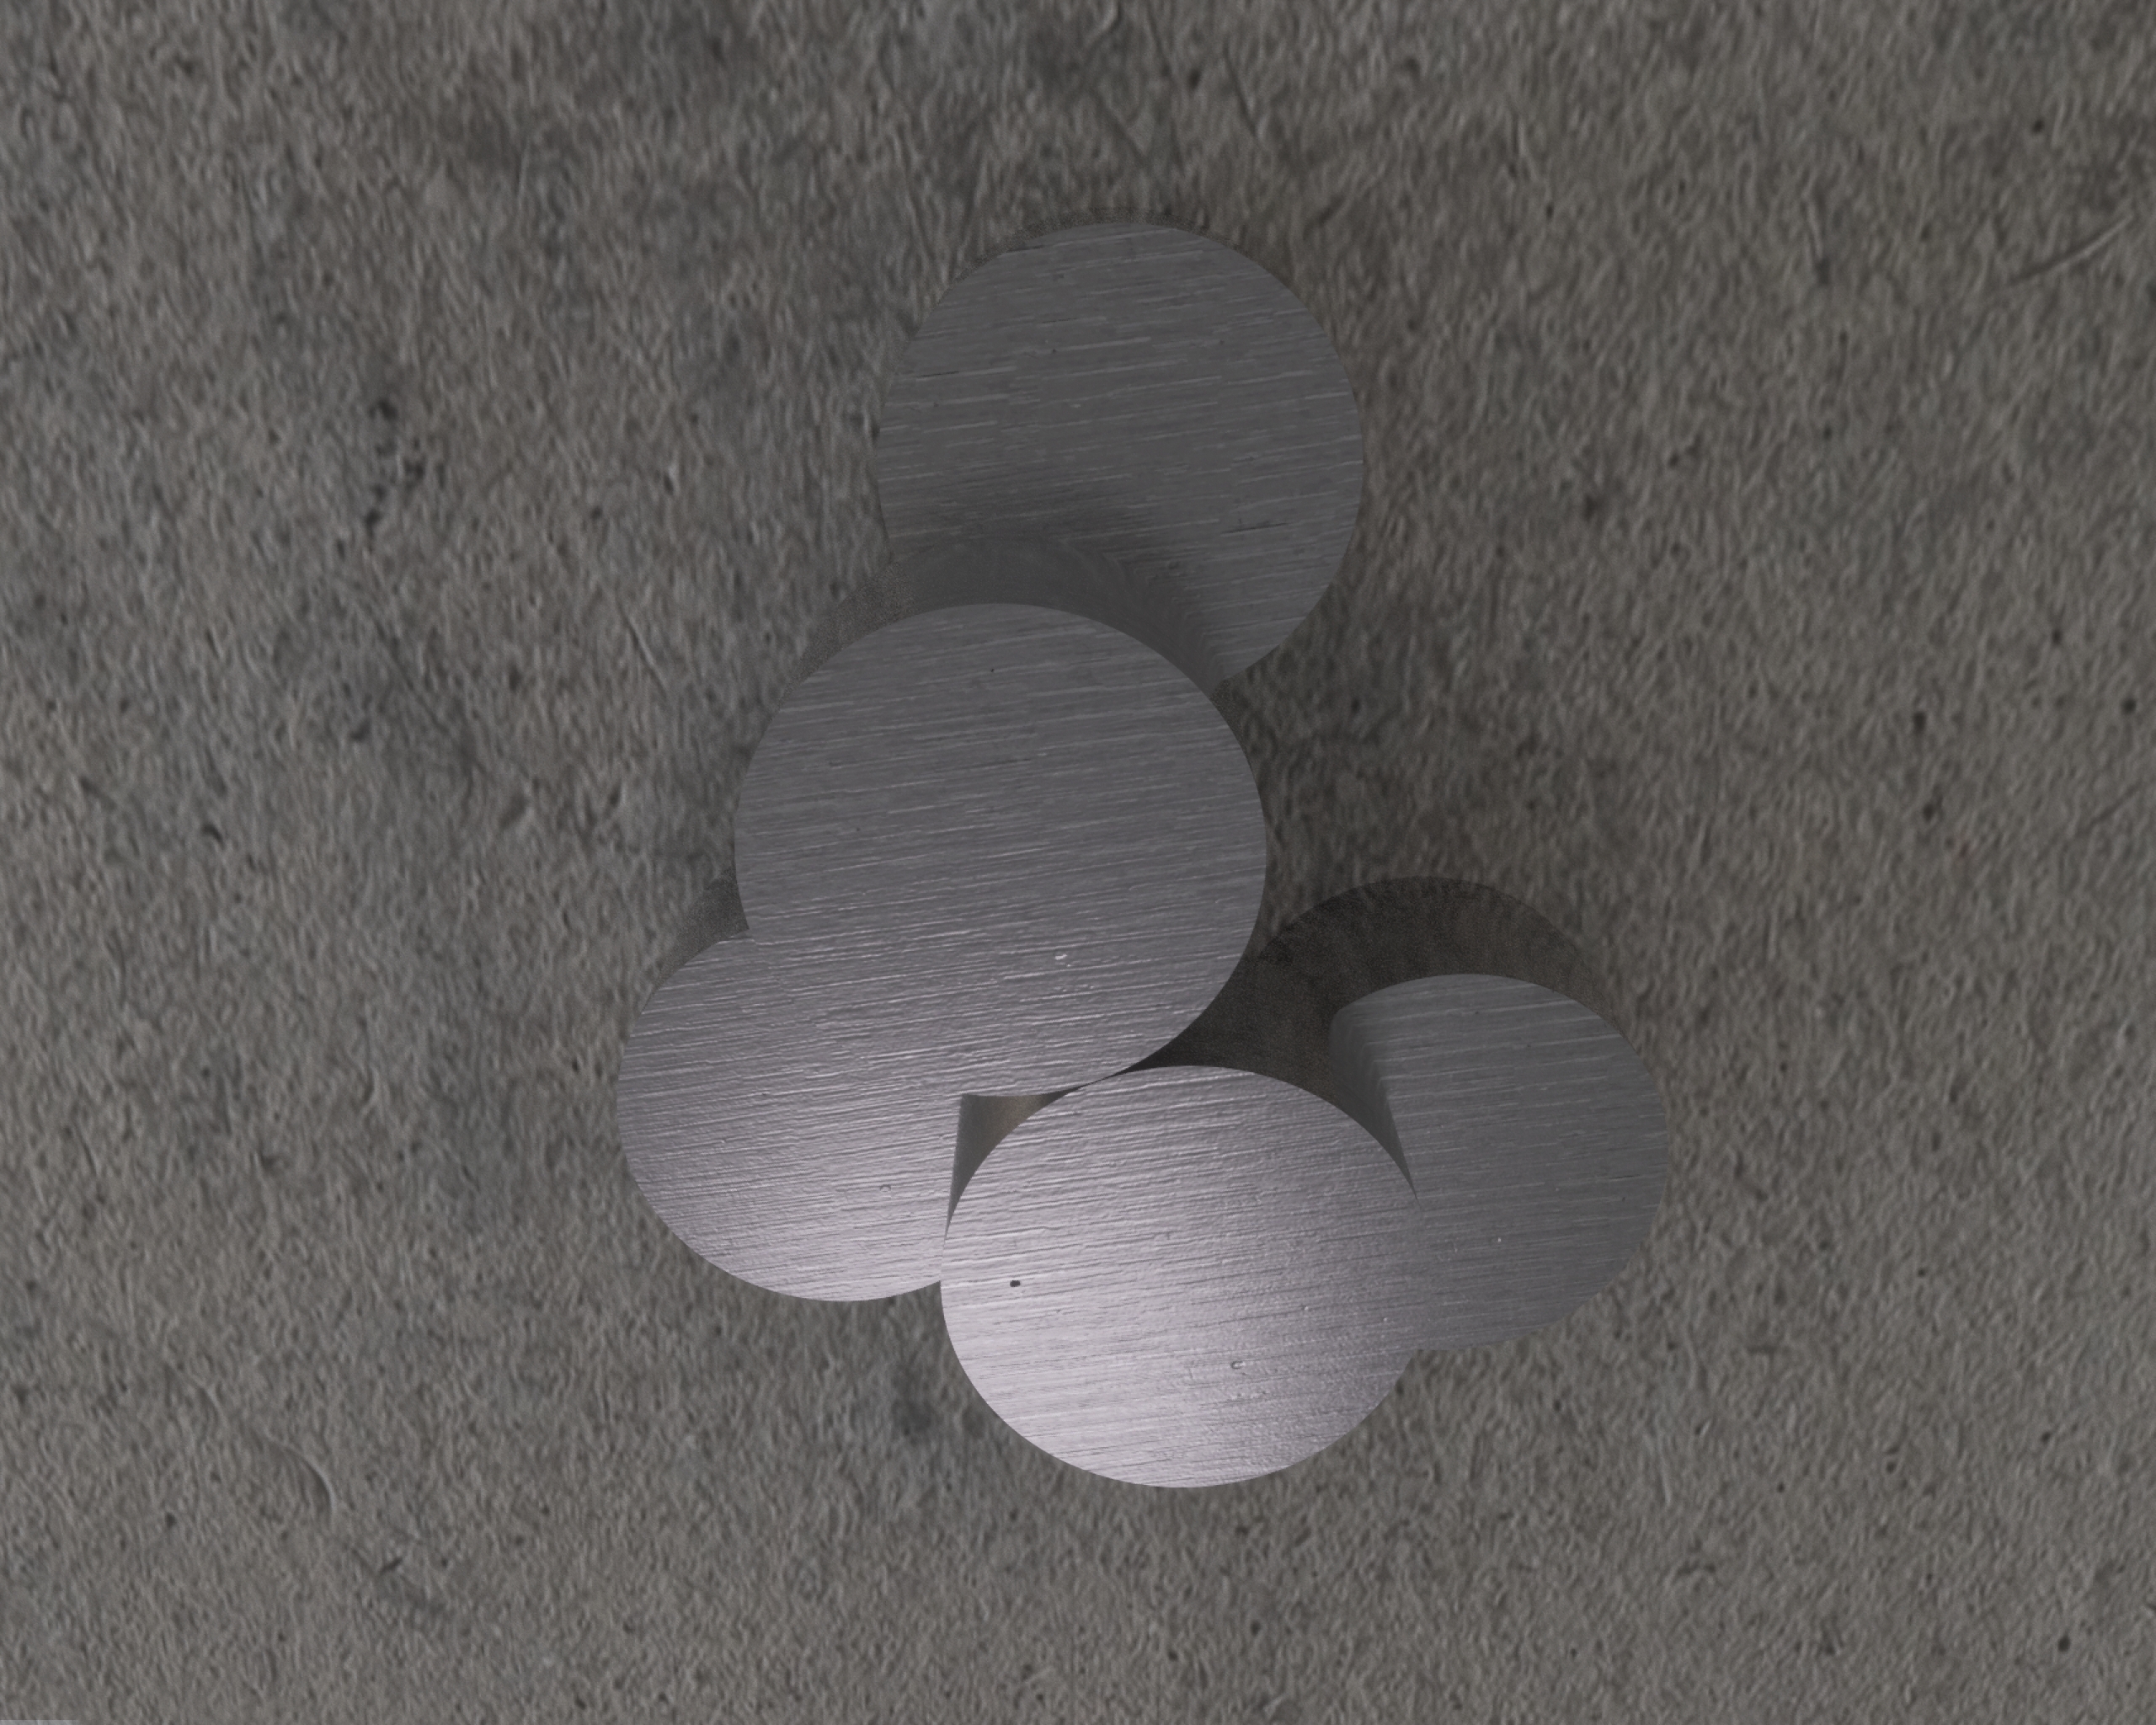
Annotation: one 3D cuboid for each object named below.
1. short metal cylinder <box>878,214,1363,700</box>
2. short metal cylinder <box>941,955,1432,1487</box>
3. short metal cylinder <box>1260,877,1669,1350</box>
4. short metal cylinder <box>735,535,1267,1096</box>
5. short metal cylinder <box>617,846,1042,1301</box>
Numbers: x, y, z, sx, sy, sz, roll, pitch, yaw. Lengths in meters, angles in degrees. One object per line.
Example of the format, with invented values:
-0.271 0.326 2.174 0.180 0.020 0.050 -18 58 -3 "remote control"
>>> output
0.007 -0.073 0.369 0.081 0.050 0.079 0 110 0 "short metal cylinder"
0.018 0.061 0.365 0.081 0.050 0.079 0 110 0 "short metal cylinder"
0.071 0.049 0.415 0.081 0.050 0.079 0 110 0 "short metal cylinder"
-0.012 -0.009 0.340 0.081 0.050 0.079 0 110 0 "short metal cylinder"
-0.045 0.038 0.410 0.081 0.050 0.079 0 110 0 "short metal cylinder"
